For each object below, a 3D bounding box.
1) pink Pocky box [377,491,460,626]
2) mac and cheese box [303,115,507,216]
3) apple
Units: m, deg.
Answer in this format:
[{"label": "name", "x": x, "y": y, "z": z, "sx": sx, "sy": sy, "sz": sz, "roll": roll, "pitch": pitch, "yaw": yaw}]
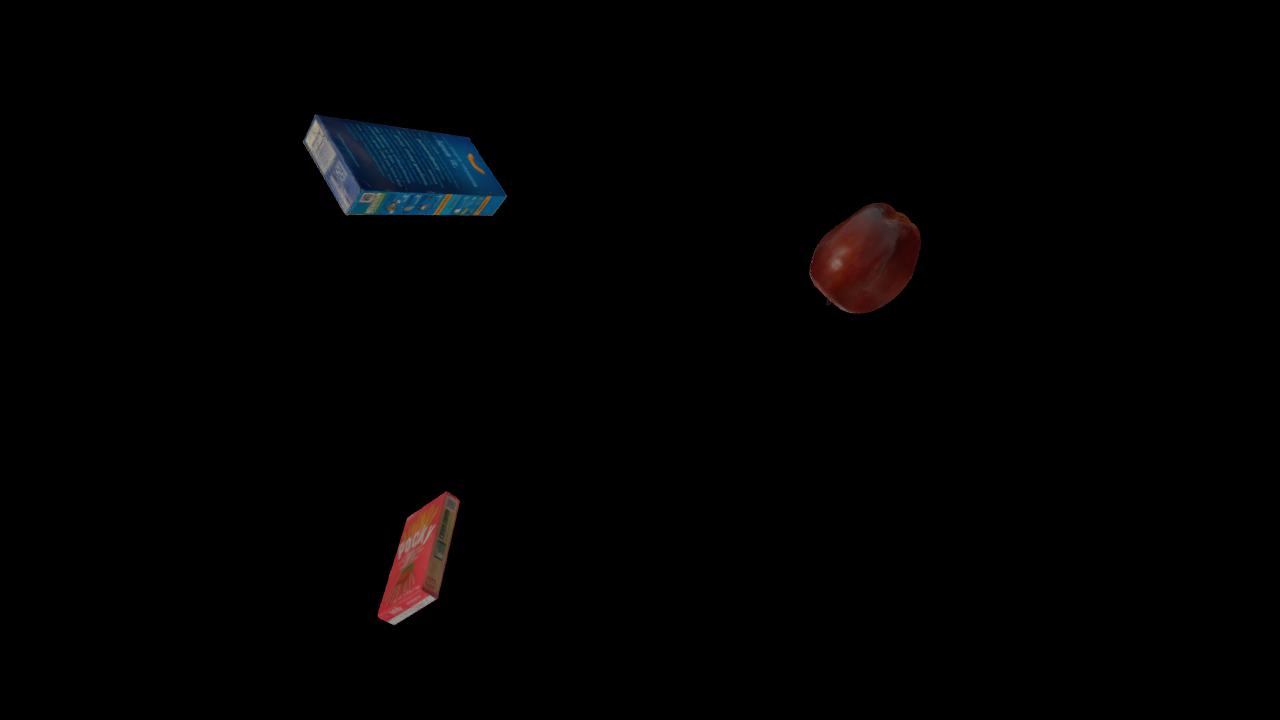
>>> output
[{"label": "pink Pocky box", "x": -0.283, "y": 0.251, "z": 0.794, "sx": 0.084, "sy": 0.029, "sz": 0.155, "roll": -34, "pitch": 31, "yaw": 19}, {"label": "mac and cheese box", "x": -0.232, "y": -0.194, "z": 0.632, "sx": 0.041, "sy": 0.093, "sz": 0.184, "roll": -41, "pitch": -13, "yaw": 32}, {"label": "apple", "x": 0.186, "y": -0.082, "z": 0.513, "sx": 0.079, "sy": 0.079, "sz": 0.093, "roll": 0, "pitch": -44, "yaw": -47}]
